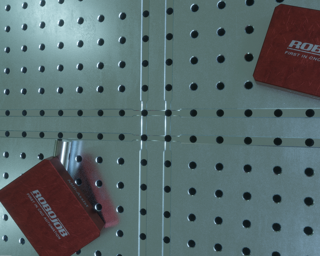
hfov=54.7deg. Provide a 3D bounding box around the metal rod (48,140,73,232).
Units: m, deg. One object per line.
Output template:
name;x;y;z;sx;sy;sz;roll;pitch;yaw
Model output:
metal rod;-0.166;0.166;0.469;0.025;0.025;0.298;10;93;19

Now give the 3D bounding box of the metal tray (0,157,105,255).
metal tray;-0.152;0.117;0.438;0.090;0.030;0.130;-35;91;3

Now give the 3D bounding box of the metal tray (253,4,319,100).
metal tray;0.182;-0.079;0.346;0.130;0.030;0.089;19;96;18
